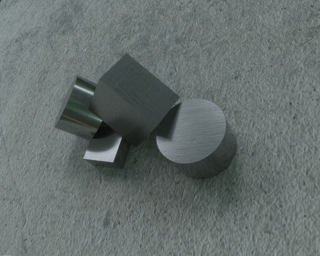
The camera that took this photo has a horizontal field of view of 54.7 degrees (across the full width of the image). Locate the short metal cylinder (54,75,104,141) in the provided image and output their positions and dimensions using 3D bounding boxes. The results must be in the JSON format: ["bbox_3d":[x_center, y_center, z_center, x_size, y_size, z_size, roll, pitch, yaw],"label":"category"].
[{"bbox_3d":[-0.110,-0.028,0.439,0.080,0.050,0.080,-49,27,37],"label":"short metal cylinder"}]

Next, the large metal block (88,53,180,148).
[{"bbox_3d":[-0.035,-0.030,0.382,0.080,0.080,0.050,39,60,-3],"label":"large metal block"}]

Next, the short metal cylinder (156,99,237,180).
[{"bbox_3d":[0.043,0.013,0.358,0.080,0.050,0.080,-13,56,20],"label":"short metal cylinder"}]

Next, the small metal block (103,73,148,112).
[{"bbox_3d":[-0.050,-0.052,0.462,0.050,0.025,0.050,-1,61,27],"label":"small metal block"}]

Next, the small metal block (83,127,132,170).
[{"bbox_3d":[-0.069,0.026,0.423,0.050,0.025,0.050,3,63,29],"label":"small metal block"}]
